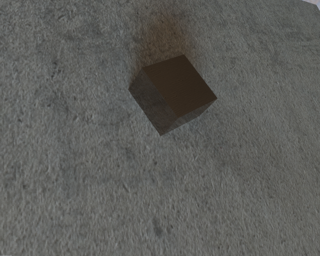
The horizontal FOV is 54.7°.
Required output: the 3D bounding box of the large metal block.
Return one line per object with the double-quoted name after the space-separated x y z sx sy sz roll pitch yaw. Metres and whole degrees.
0.018 -0.047 0.428 0.081 0.050 0.080 -27 77 -37 "large metal block"
